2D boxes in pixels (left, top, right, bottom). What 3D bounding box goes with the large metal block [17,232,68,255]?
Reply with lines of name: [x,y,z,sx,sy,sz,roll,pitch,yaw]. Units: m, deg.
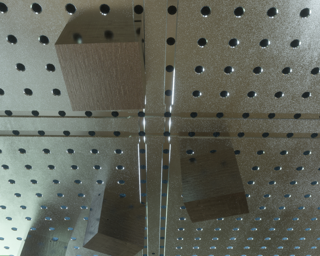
large metal block: [-0.232,0.258,0.592,0.080,0.080,0.050,25,126,-20]

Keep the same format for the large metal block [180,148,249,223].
large metal block: [0.077,0.082,0.446,0.080,0.080,0.050,-13,129,10]

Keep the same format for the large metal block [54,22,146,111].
large metal block: [-0.059,-0.066,0.338,0.081,0.050,0.079,-2,130,1]

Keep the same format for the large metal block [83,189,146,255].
large metal block: [-0.072,0.160,0.511,0.080,0.080,0.050,28,125,-22]
